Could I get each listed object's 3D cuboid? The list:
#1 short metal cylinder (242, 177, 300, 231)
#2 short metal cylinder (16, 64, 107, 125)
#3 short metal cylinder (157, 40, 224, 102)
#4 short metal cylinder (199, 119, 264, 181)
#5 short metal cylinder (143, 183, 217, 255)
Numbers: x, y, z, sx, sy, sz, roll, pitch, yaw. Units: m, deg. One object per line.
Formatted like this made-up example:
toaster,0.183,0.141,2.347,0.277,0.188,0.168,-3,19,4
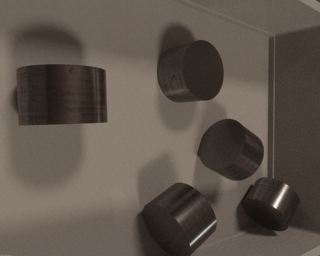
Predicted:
short metal cylinder,0.191,0.132,0.535,0.050,0.080,0.080,-47,118,-30
short metal cylinder,-0.092,-0.029,0.295,0.081,0.080,0.050,-3,92,-40
short metal cylinder,0.043,-0.076,0.428,0.081,0.050,0.079,0,90,-40
short metal cylinder,0.106,0.033,0.462,0.050,0.080,0.080,31,71,-36
short metal cylinder,0.024,0.117,0.393,0.050,0.080,0.080,-30,109,-36
